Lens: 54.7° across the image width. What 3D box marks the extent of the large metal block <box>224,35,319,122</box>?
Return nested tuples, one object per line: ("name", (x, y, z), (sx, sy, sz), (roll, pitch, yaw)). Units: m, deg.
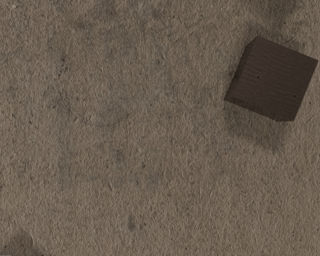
("large metal block", (0.140, -0.060, 0.399), (0.080, 0.050, 0.080), (22, 90, -1))
